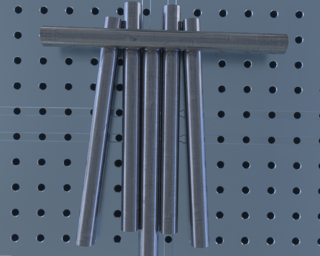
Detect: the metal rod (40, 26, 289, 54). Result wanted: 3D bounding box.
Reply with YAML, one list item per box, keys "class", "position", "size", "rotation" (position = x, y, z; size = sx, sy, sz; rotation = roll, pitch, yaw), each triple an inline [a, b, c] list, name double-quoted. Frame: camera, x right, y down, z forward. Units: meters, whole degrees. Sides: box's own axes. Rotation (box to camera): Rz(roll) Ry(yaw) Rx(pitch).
- class: "metal rod"
  position: [0.006, -0.110, 0.388]
  size: [0.302, 0.025, 0.025]
  rotation: [2, 90, 0]

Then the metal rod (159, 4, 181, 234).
- class: "metal rod"
  position: [0.014, -0.011, 0.415]
  size: [0.025, 0.025, 0.298]
  rotation: [1, 90, 0]

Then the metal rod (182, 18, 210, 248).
- class: "metal rod"
  position: [0.047, 0.007, 0.414]
  size: [0.025, 0.025, 0.298]
  rotation: [-2, 90, 0]

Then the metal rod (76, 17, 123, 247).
- class: "metal rod"
  position: [-0.080, 0.005, 0.412]
  size: [0.025, 0.025, 0.298]
  rotation: [7, 90, 0]

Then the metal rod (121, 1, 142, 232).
- class: "metal rod"
  position: [-0.038, -0.015, 0.413]
  size: [0.025, 0.025, 0.298]
  rotation: [1, 90, 0]

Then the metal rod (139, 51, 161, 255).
- class: "metal rod"
  position: [-0.013, 0.041, 0.413]
  size: [0.025, 0.025, 0.298]
  rotation: [1, 90, 0]
